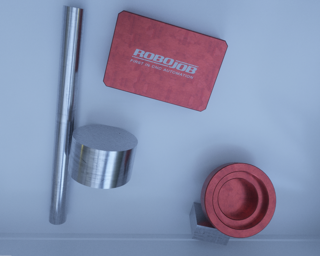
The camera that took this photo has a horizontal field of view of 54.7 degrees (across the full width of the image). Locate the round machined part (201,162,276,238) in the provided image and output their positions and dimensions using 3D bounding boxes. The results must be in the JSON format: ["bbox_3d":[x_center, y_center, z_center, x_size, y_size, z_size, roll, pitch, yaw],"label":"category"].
[{"bbox_3d":[0.104,0.096,0.426,0.099,0.042,0.097,1,85,-8],"label":"round machined part"}]

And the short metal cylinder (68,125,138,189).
[{"bbox_3d":[-0.072,0.034,0.394,0.081,0.080,0.050,11,110,-5],"label":"short metal cylinder"}]

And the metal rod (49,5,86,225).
[{"bbox_3d":[-0.125,-0.002,0.408,0.025,0.025,0.298,9,110,-4],"label":"metal rod"}]

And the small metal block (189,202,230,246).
[{"bbox_3d":[0.072,0.138,0.449,0.050,0.050,0.025,13,112,-5],"label":"small metal block"}]

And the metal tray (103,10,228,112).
[{"bbox_3d":[0.005,-0.081,0.379,0.131,0.030,0.089,15,109,-6],"label":"metal tray"}]
